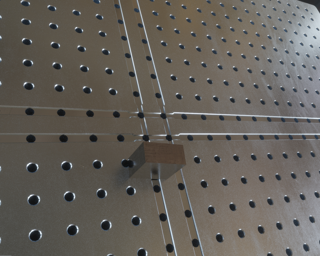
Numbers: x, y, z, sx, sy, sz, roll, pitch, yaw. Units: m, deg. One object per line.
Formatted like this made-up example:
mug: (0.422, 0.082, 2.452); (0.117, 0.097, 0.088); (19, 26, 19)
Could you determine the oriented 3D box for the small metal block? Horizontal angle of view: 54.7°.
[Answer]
small metal block: (-0.005, 0.040, 0.367); (0.050, 0.050, 0.025); (6, 59, -25)
